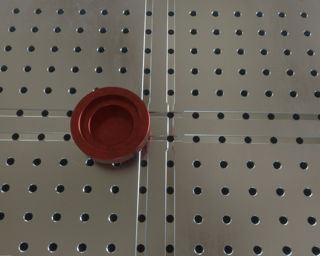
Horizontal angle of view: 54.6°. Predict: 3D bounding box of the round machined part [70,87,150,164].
[{"bbox_3d":[-0.062,-0.001,0.403,0.099,0.042,0.098,0,70,0],"label":"round machined part"}]
